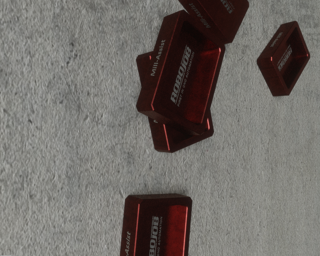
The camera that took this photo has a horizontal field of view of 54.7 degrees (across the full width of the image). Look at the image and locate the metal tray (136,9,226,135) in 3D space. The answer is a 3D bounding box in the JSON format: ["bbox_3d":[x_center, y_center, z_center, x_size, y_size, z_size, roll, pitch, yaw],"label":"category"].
[{"bbox_3d":[0.030,-0.066,0.386,0.090,0.030,0.130,26,74,-37],"label":"metal tray"}]

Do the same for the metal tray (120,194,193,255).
[{"bbox_3d":[-0.005,0.152,0.397,0.091,0.030,0.129,8,85,-40],"label":"metal tray"}]

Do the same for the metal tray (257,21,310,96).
[{"bbox_3d":[0.245,-0.135,0.605,0.130,0.030,0.090,-51,120,-27],"label":"metal tray"}]

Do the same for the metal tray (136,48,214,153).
[{"bbox_3d":[0.024,-0.041,0.420,0.091,0.030,0.129,-19,102,-38],"label":"metal tray"}]

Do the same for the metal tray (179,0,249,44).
[{"bbox_3d":[0.077,-0.200,0.465,0.130,0.030,0.090,41,65,-33],"label":"metal tray"}]
